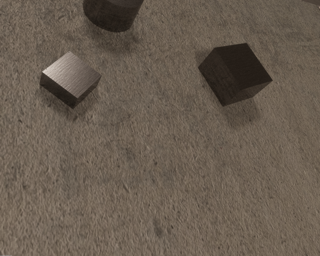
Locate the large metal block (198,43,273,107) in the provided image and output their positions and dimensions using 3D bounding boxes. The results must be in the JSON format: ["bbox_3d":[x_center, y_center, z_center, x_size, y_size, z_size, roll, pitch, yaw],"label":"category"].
[{"bbox_3d":[0.124,-0.089,0.512,0.081,0.050,0.080,-18,72,-35],"label":"large metal block"}]

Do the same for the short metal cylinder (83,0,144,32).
[{"bbox_3d":[-0.070,-0.193,0.469,0.081,0.050,0.080,14,56,-21],"label":"short metal cylinder"}]

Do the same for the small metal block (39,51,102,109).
[{"bbox_3d":[-0.109,-0.060,0.382,0.050,0.025,0.050,37,51,-4],"label":"small metal block"}]
